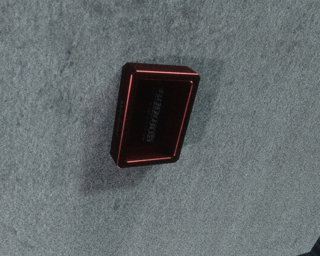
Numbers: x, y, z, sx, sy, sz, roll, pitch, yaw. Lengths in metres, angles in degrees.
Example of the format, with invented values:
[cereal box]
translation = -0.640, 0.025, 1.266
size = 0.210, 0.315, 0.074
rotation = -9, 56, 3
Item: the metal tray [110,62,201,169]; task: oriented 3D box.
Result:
[metal tray]
translation = -0.008, -0.014, 0.391
size = 0.091, 0.030, 0.129
rotation = -2, 120, -28
